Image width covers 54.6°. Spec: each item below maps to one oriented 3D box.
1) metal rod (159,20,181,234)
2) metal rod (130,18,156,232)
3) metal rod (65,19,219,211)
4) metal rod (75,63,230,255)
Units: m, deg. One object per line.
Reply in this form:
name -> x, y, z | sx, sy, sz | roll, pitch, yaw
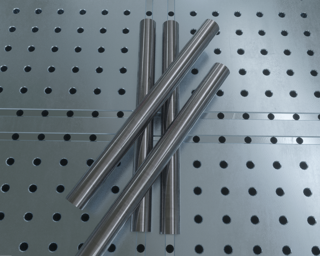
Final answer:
metal rod -> 0.014, -0.015, 0.418 | 0.025, 0.025, 0.299 | 1, 70, 0
metal rod -> -0.021, -0.017, 0.419 | 0.025, 0.025, 0.299 | 1, 70, 0
metal rod -> -0.012, -0.029, 0.396 | 0.025, 0.025, 0.300 | 33, 73, 11
metal rod -> -0.003, 0.037, 0.371 | 0.025, 0.025, 0.300 | 33, 73, 11
